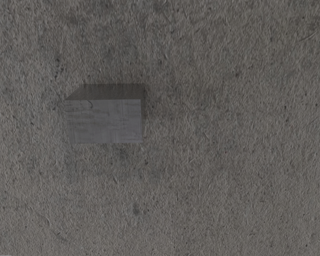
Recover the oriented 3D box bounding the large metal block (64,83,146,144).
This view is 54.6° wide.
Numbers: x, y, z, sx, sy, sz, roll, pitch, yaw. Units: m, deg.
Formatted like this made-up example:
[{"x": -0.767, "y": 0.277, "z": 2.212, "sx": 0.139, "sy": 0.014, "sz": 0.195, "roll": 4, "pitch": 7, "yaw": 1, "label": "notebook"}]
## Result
[{"x": -0.060, "y": -0.020, "z": 0.372, "sx": 0.080, "sy": 0.080, "sz": 0.050, "roll": -1, "pitch": 110, "yaw": 0, "label": "large metal block"}]
